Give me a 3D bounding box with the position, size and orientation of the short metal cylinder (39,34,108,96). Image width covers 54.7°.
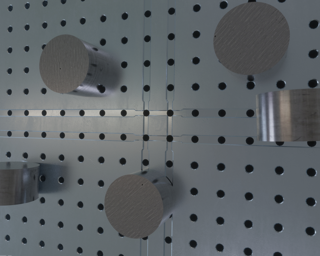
[{"bbox_3d":[-0.122,-0.087,0.442,0.080,0.050,0.079,0,90,20],"label":"short metal cylinder"}]

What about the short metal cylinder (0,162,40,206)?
[{"bbox_3d":[-0.224,0.080,0.462,0.080,0.080,0.050,3,91,20],"label":"short metal cylinder"}]

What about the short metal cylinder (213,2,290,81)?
[{"bbox_3d":[0.107,-0.098,0.361,0.080,0.050,0.079,0,90,20],"label":"short metal cylinder"}]

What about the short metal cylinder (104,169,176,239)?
[{"bbox_3d":[-0.025,0.097,0.408,0.080,0.050,0.079,0,90,20],"label":"short metal cylinder"}]

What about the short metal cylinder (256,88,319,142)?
[{"bbox_3d":[0.145,-0.012,0.332,0.080,0.080,0.050,-2,90,20],"label":"short metal cylinder"}]
